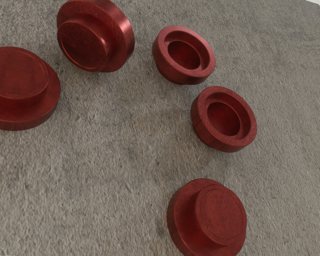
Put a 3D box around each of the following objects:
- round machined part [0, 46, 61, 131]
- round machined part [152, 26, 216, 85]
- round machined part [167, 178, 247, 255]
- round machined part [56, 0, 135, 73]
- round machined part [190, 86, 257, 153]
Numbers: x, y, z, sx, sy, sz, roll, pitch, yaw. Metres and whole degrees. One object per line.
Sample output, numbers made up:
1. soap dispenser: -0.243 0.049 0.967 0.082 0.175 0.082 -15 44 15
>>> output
1. round machined part: -0.159 -0.049 0.337 0.099 0.042 0.098 14 56 -21
2. round machined part: 0.032 -0.105 0.474 0.099 0.042 0.098 14 56 -21
3. round machined part: 0.061 0.105 0.362 0.099 0.042 0.098 14 56 -21
4. round machined part: -0.084 -0.108 0.377 0.098 0.097 0.042 34 51 -6
5. round machined part: 0.086 -0.009 0.444 0.099 0.042 0.098 14 56 -21
